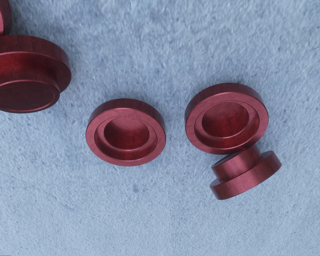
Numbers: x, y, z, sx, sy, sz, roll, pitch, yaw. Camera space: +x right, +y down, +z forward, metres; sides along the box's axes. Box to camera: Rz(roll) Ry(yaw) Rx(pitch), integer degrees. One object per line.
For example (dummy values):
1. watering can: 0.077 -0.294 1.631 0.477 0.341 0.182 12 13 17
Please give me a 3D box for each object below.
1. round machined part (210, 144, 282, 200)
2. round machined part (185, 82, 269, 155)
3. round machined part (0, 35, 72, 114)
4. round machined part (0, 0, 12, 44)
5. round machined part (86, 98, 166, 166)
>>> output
1. round machined part: 0.109 0.054 0.421 0.098 0.098 0.042 -33 83 25
2. round machined part: 0.079 -0.015 0.384 0.099 0.042 0.097 -1 130 0
3. round machined part: -0.143 -0.049 0.324 0.099 0.042 0.098 -14 160 -5
4. round machined part: -0.191 -0.117 0.293 0.099 0.042 0.097 -1 130 0
5. round machined part: -0.042 0.001 0.396 0.099 0.042 0.097 -1 130 0
